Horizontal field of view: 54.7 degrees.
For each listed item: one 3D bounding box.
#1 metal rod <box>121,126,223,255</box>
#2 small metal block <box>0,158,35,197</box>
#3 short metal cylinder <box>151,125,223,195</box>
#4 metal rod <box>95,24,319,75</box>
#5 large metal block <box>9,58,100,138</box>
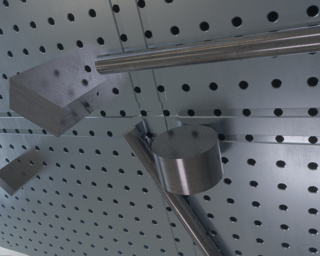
[{"bbox_3d":[0.035,0.126,0.470,0.025,0.025,0.299,-23,106,36],"label":"metal rod"},{"bbox_3d":[-0.286,0.096,0.605,0.050,0.050,0.025,44,129,-3],"label":"small metal block"},{"bbox_3d":[0.034,0.037,0.380,0.080,0.080,0.050,1,119,27],"label":"short metal cylinder"},{"bbox_3d":[0.057,-0.082,0.330,0.300,0.025,0.025,0,118,28],"label":"metal rod"},{"bbox_3d":[-0.143,-0.044,0.424,0.080,0.080,0.050,29,128,9],"label":"large metal block"}]
